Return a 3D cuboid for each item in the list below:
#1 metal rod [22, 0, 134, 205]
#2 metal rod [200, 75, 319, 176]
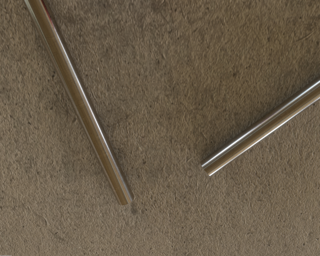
[{"bbox_3d":[-0.099,-0.028,0.397,0.025,0.025,0.298,-19,109,6],"label":"metal rod"},{"bbox_3d":[0.179,-0.033,0.400,0.300,0.025,0.025,-38,106,12],"label":"metal rod"}]
